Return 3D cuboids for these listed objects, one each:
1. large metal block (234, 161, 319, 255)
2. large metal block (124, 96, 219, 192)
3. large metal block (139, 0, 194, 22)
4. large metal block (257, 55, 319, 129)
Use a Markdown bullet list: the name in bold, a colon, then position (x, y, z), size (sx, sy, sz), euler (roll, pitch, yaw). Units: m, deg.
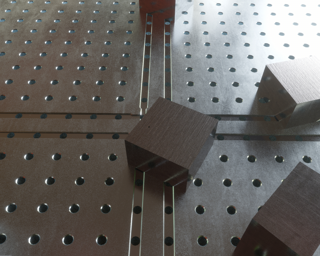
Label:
- **large metal block**: position (0.123, 0.092, 0.296), size (0.050, 0.080, 0.080), euler (37, 59, 26)
- **large metal block**: position (0.015, 0.018, 0.377), size (0.080, 0.050, 0.080), euler (24, 54, 18)
- **large metal block**: position (0.014, -0.261, 0.611), size (0.080, 0.050, 0.080), euler (25, 54, 19)
- **large metal block**: position (0.199, -0.052, 0.438), size (0.081, 0.050, 0.080), euler (-12, 51, -11)
